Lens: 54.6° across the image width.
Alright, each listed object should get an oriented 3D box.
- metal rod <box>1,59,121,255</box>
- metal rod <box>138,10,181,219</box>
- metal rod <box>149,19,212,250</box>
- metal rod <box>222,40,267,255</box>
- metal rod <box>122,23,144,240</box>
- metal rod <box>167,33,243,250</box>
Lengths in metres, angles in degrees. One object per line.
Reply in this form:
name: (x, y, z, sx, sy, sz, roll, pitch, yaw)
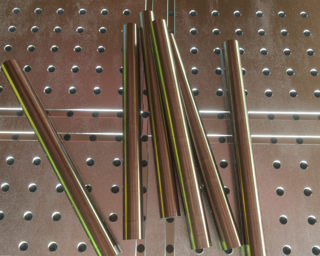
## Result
metal rod: (-0.135, 0.030, 0.399, 0.025, 0.025, 0.299, -30, 73, -10)
metal rod: (-0.004, -0.032, 0.423, 0.025, 0.025, 0.299, -6, 70, -2)
metal rod: (0.023, -0.003, 0.399, 0.025, 0.025, 0.299, -9, 76, -3)
metal rod: (0.107, 0.018, 0.405, 0.025, 0.025, 0.299, -1, 70, -1)
metal rod: (-0.038, -0.010, 0.415, 0.025, 0.025, 0.299, -2, 70, -1)
metal rod: (0.047, 0.003, 0.410, 0.025, 0.025, 0.299, -14, 71, -5)
